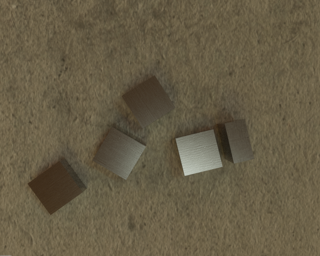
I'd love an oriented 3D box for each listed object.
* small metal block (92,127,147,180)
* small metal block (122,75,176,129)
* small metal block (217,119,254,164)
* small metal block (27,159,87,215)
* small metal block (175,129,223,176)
[{"bbox_3d":[-0.052,0.033,0.409,0.050,0.025,0.050,31,90,-1],"label":"small metal block"},{"bbox_3d":[-0.015,-0.034,0.410,0.050,0.025,0.050,-33,90,-1],"label":"small metal block"},{"bbox_3d":[0.096,0.016,0.399,0.025,0.050,0.050,-13,90,0],"label":"small metal block"},{"bbox_3d":[-0.134,0.077,0.408,0.050,0.025,0.050,-36,90,0],"label":"small metal block"},{"bbox_3d":[0.050,0.032,0.411,0.050,0.025,0.050,-14,90,-1],"label":"small metal block"}]
